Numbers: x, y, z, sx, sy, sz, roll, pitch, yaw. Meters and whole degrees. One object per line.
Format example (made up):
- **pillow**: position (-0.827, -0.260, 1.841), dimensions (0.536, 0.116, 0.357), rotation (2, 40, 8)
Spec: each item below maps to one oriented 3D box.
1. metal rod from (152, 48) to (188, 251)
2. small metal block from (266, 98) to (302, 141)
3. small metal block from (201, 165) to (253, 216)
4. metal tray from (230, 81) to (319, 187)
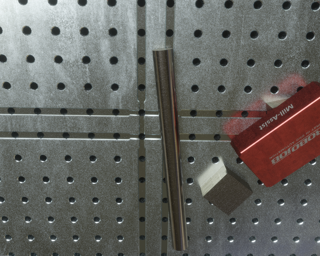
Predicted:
- **metal rod**: position (0.017, 0.043, 0.429), dimensions (0.025, 0.025, 0.298), rotation (-5, 110, 1)
- **small metal block**: position (0.173, -0.012, 0.412), dimensions (0.050, 0.025, 0.050), rotation (-12, 110, 4)
- **small metal block**: position (0.096, 0.090, 0.448), dimensions (0.050, 0.025, 0.050), rotation (38, 105, -13)
- **metal tray**: position (0.170, 0.012, 0.403), dimensions (0.130, 0.030, 0.090), rotation (-38, 124, 13)
